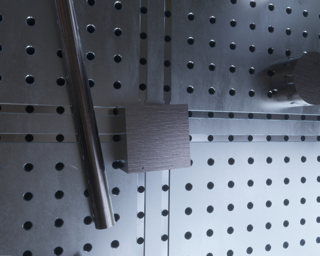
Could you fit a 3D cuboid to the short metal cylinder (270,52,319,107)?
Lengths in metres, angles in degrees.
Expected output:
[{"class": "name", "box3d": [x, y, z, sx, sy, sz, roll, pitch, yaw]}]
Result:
[{"class": "short metal cylinder", "box3d": [0.222, -0.074, 0.483, 0.081, 0.050, 0.079, 0, 90, -20]}]

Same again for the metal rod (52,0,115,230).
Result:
[{"class": "metal rod", "box3d": [-0.094, -0.025, 0.378, 0.025, 0.025, 0.298, -11, 94, -20]}]

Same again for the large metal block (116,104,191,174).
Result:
[{"class": "large metal block", "box3d": [-0.010, 0.011, 0.397, 0.081, 0.050, 0.079, -3, 91, -20]}]
